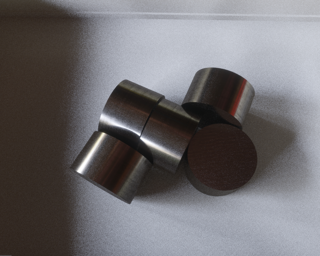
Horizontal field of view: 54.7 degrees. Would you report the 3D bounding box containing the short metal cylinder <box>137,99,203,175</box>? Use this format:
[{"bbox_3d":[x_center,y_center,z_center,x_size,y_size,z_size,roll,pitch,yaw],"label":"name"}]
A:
[{"bbox_3d":[0.012,0.011,0.375,0.050,0.080,0.080,25,72,8],"label":"short metal cylinder"}]

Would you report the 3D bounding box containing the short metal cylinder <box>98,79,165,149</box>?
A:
[{"bbox_3d":[-0.034,-0.013,0.383,0.050,0.080,0.080,24,72,8],"label":"short metal cylinder"}]

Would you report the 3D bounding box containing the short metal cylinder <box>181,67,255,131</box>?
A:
[{"bbox_3d":[0.072,-0.032,0.391,0.080,0.080,0.050,22,72,7],"label":"short metal cylinder"}]

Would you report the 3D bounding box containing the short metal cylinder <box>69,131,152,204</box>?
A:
[{"bbox_3d":[-0.056,0.047,0.361,0.080,0.080,0.050,28,72,9],"label":"short metal cylinder"}]

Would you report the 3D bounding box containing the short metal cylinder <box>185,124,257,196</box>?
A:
[{"bbox_3d":[0.072,0.040,0.380,0.081,0.050,0.080,0,70,0],"label":"short metal cylinder"}]
